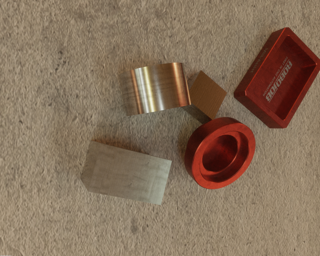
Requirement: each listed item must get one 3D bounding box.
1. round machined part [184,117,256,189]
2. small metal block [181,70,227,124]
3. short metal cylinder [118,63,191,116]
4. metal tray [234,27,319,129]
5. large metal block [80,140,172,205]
[{"bbox_3d":[0.075,0.030,0.416,0.099,0.042,0.097,-12,119,-22],"label":"round machined part"},{"bbox_3d":[0.057,-0.042,0.425,0.050,0.025,0.050,38,64,-16],"label":"small metal block"},{"bbox_3d":[-0.006,-0.046,0.378,0.081,0.080,0.050,-12,94,-20],"label":"short metal cylinder"},{"bbox_3d":[0.182,-0.075,0.473,0.090,0.030,0.130,38,78,-16],"label":"metal tray"},{"bbox_3d":[-0.043,0.050,0.364,0.081,0.080,0.050,16,85,-20],"label":"large metal block"}]
